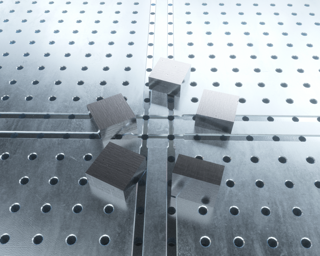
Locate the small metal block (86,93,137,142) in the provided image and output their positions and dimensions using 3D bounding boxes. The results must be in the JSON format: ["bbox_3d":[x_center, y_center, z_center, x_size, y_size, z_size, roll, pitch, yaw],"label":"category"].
[{"bbox_3d":[-0.065,-0.015,0.420,0.050,0.025,0.050,-22,53,-18],"label":"small metal block"}]

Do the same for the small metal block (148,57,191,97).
[{"bbox_3d":[0.015,-0.078,0.474,0.050,0.025,0.050,16,52,13],"label":"small metal block"}]

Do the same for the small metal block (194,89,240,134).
[{"bbox_3d":[0.079,-0.024,0.428,0.050,0.025,0.050,13,51,11],"label":"small metal block"}]

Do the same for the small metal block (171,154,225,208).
[{"bbox_3d":[0.041,0.059,0.342,0.050,0.050,0.025,14,52,11],"label":"small metal block"}]

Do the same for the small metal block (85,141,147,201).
[{"bbox_3d":[-0.050,0.050,0.366,0.050,0.025,0.050,21,53,17],"label":"small metal block"}]
